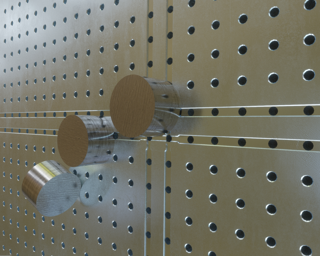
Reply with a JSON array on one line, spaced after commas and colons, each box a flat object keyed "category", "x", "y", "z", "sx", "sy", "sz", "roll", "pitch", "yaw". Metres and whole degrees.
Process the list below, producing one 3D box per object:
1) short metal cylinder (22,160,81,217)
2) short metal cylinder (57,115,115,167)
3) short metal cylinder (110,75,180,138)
[{"category": "short metal cylinder", "x": -0.183, "y": 0.101, "z": 0.525, "sx": 0.050, "sy": 0.081, "sz": 0.079, "roll": 26, "pitch": 107, "yaw": 37}, {"category": "short metal cylinder", "x": -0.118, "y": 0.020, "z": 0.491, "sx": 0.080, "sy": 0.050, "sz": 0.079, "roll": 0, "pitch": 90, "yaw": 40}, {"category": "short metal cylinder", "x": -0.021, "y": -0.028, "z": 0.410, "sx": 0.080, "sy": 0.050, "sz": 0.080, "roll": 0, "pitch": 90, "yaw": 40}]
